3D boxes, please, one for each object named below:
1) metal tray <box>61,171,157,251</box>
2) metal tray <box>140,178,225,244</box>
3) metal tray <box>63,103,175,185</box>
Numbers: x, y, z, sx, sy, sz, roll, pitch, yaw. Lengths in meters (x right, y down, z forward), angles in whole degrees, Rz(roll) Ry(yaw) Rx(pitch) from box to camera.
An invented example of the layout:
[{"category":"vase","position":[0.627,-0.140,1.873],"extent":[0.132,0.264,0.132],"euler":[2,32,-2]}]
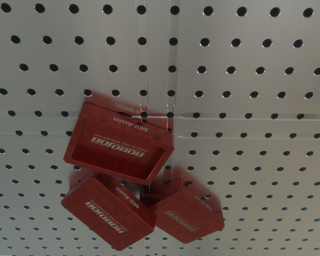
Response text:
[{"category":"metal tray","position":[-0.080,0.132,0.496],"extent":[0.130,0.030,0.090],"euler":[44,119,-12]},{"category":"metal tray","position":[0.038,0.147,0.533],"extent":[0.090,0.030,0.130],"euler":[-33,123,25]},{"category":"metal tray","position":[-0.057,0.027,0.430],"extent":[0.131,0.030,0.089],"euler":[19,128,-16]}]
